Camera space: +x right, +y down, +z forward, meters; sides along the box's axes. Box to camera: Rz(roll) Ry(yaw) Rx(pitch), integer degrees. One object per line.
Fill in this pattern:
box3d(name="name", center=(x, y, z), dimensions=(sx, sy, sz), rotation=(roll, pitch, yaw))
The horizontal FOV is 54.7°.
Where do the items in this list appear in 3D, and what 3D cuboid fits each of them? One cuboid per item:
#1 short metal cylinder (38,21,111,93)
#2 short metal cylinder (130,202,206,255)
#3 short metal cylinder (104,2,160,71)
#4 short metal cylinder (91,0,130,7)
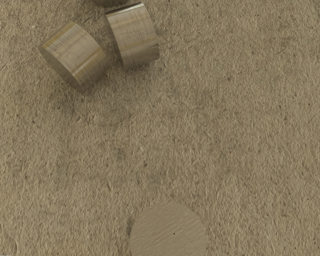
box3d(name="short metal cylinder", center=(-0.113, -0.093, 0.412), dimensions=(0.080, 0.080, 0.050), rotation=(40, 75, 13))
box3d(name="short metal cylinder", center=(0.009, 0.126, 0.349), dimensions=(0.081, 0.050, 0.080), rotation=(0, 70, 0))
box3d(name="short metal cylinder", center=(-0.039, -0.124, 0.424), dimensions=(0.050, 0.080, 0.080), rotation=(-21, 72, -7))
box3d(name="short metal cylinder", center=(-0.075, -0.229, 0.462), dimensions=(0.081, 0.080, 0.050), rotation=(-13, 71, -5))
